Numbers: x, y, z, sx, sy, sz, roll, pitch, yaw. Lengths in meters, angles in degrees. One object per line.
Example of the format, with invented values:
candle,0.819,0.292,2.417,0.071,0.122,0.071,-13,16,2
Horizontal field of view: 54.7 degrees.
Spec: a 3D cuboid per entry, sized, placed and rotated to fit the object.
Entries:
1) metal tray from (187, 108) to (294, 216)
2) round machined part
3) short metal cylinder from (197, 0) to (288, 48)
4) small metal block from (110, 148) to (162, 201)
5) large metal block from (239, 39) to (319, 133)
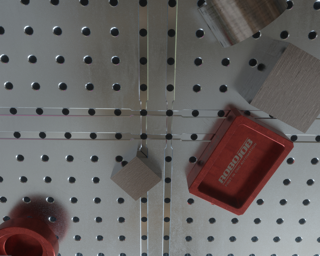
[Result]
metal tray,0.107,0.050,0.429,0.090,0.030,0.129,27,108,-10
round machined part,-0.202,0.176,0.467,0.099,0.042,0.097,0,110,0
short metal cylinder,0.088,-0.132,0.336,0.080,0.080,0.050,-34,107,11
small metal block,-0.033,0.066,0.437,0.050,0.025,0.050,-41,105,13
large metal block,0.160,-0.052,0.382,0.080,0.050,0.080,26,108,-10
